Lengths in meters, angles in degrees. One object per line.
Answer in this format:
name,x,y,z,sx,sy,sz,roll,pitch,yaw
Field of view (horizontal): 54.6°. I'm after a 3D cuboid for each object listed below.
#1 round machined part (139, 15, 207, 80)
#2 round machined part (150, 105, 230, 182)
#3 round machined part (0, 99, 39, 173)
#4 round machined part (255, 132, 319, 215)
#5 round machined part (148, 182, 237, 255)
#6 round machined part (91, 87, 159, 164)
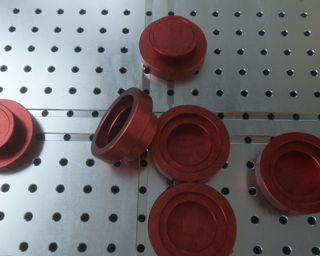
round machined part,0.019,-0.122,0.447,0.099,0.042,0.098,0,70,0
round machined part,0.036,0.023,0.394,0.099,0.042,0.098,0,70,0
round machined part,-0.213,0.006,0.399,0.099,0.042,0.098,0,70,0
round machined part,0.167,0.057,0.383,0.099,0.042,0.098,0,70,0
round machined part,0.036,0.115,0.361,0.099,0.042,0.098,0,70,0
round machined part,-0.039,0.001,0.383,0.042,0.098,0.098,34,69,-26
